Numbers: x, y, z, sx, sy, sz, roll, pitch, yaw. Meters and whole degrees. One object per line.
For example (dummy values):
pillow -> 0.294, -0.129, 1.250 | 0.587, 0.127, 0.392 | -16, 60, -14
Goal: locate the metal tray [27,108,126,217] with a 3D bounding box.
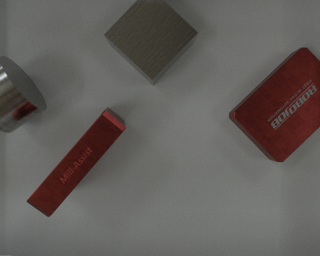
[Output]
metal tray -> -0.096, 0.035, 0.375 | 0.030, 0.090, 0.130 | 41, 90, -10

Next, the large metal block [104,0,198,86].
large metal block -> -0.011, -0.114, 0.399 | 0.080, 0.050, 0.080 | 44, 90, -1

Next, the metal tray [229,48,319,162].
metal tray -> 0.170, -0.030, 0.411 | 0.130, 0.030, 0.090 | -44, 91, 0

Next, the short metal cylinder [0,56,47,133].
short metal cylinder -> -0.187, -0.041, 0.381 | 0.050, 0.080, 0.080 | -34, 90, 0
